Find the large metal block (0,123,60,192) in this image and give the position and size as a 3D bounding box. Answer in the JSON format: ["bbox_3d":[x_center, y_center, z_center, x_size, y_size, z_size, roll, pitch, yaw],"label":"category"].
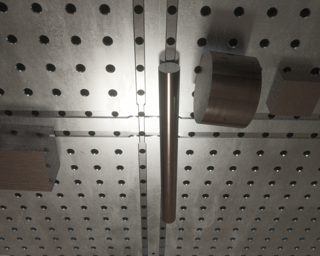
[{"bbox_3d":[-0.190,0.041,0.428,0.081,0.050,0.079,3,130,-4],"label":"large metal block"}]

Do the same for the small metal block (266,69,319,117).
[{"bbox_3d":[0.164,-0.042,0.379,0.050,0.025,0.050,3,130,-3],"label":"small metal block"}]

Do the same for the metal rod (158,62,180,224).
[{"bbox_3d":[0.013,0.044,0.449,0.025,0.025,0.298,-1,130,0],"label":"metal rod"}]

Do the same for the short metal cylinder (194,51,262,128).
[{"bbox_3d":[0.071,-0.042,0.341,0.050,0.080,0.079,6,130,-6],"label":"short metal cylinder"}]
